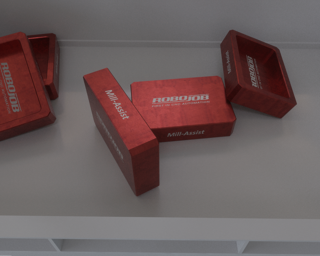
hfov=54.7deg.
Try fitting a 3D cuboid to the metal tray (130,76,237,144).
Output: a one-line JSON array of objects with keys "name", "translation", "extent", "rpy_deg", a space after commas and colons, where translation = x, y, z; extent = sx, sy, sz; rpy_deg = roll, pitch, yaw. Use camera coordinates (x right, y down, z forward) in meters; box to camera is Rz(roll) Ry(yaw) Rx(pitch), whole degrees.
[{"name": "metal tray", "translation": [0.028, -0.027, 0.425], "extent": [0.131, 0.030, 0.090], "rpy_deg": [-5, 50, -5]}]

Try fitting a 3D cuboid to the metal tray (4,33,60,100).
[{"name": "metal tray", "translation": [-0.206, -0.094, 0.479], "extent": [0.091, 0.030, 0.130], "rpy_deg": [-8, 50, -7]}]

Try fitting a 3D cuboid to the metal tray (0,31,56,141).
[{"name": "metal tray", "translation": [-0.203, -0.055, 0.409], "extent": [0.091, 0.030, 0.130], "rpy_deg": [-20, 76, -10]}]

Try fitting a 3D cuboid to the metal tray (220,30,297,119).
[{"name": "metal tray", "translation": [0.139, -0.081, 0.450], "extent": [0.091, 0.030, 0.130], "rpy_deg": [16, 48, -14]}]

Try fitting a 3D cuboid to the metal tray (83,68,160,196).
[{"name": "metal tray", "translation": [-0.045, 0.003, 0.359], "extent": [0.030, 0.090, 0.130], "rpy_deg": [-23, 54, -18]}]
